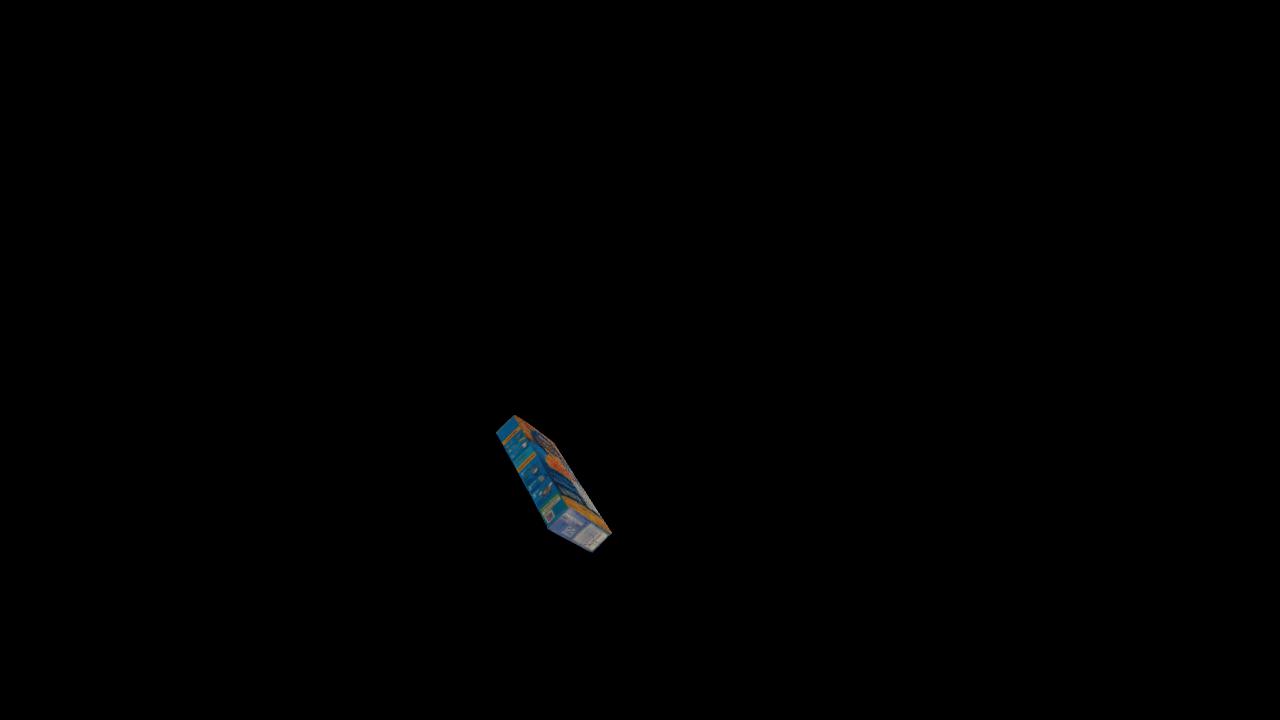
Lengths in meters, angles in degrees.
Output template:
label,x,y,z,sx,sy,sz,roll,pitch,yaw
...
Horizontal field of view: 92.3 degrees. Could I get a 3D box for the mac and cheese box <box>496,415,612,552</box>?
label,x,y,z,sx,sy,sz,roll,pitch,yaw
mac and cheese box,-0.110,0.151,0.769,0.093,0.041,0.184,45,1,-44
